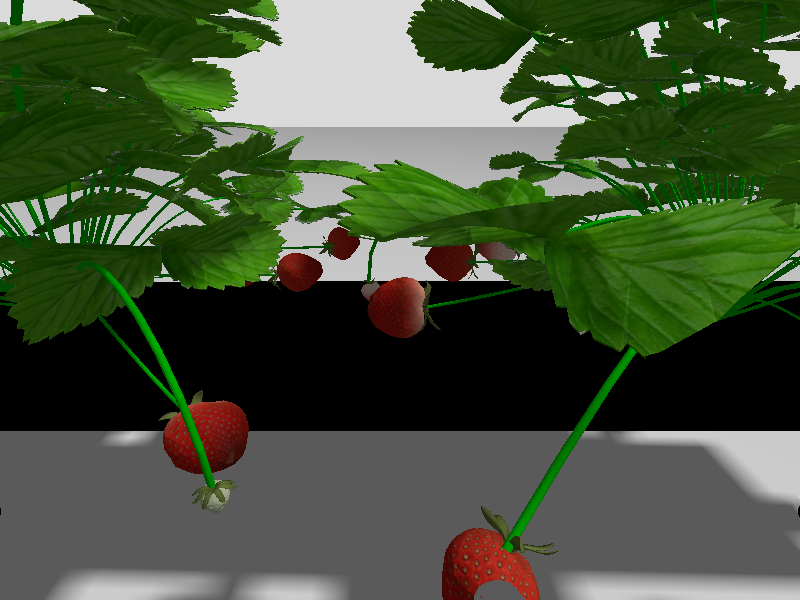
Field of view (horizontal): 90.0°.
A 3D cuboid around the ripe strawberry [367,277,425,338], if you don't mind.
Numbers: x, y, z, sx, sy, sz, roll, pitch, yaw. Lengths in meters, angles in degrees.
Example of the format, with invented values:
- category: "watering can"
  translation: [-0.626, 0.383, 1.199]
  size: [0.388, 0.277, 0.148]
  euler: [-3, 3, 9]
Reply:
- category: "ripe strawberry"
  translation: [-0.002, 0.005, 0.255]
  size: [0.037, 0.039, 0.034]
  euler: [-3, 25, -5]

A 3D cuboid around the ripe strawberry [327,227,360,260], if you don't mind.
- category: "ripe strawberry"
  translation: [-0.055, -0.057, 0.397]
  size: [0.033, 0.032, 0.030]
  euler: [-18, 31, -34]

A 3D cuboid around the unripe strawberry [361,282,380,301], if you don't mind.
- category: "unripe strawberry"
  translation: [-0.021, -0.005, 0.291]
  size: [0.015, 0.015, 0.014]
  euler: [2, 25, 3]

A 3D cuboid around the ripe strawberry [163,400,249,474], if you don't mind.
- category: "ripe strawberry"
  translation: [-0.076, 0.055, 0.161]
  size: [0.031, 0.027, 0.031]
  euler: [21, 32, 36]

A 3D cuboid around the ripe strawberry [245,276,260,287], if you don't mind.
- category: "ripe strawberry"
  translation: [-0.133, -0.030, 0.337]
  size: [0.037, 0.037, 0.035]
  euler: [-17, 30, -32]

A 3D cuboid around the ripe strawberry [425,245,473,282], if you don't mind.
- category: "ripe strawberry"
  translation: [0.042, -0.036, 0.346]
  size: [0.040, 0.039, 0.037]
  euler: [10, 27, 21]

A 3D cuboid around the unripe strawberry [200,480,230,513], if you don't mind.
- category: "unripe strawberry"
  translation: [-0.059, 0.064, 0.128]
  size: [0.010, 0.010, 0.009]
  euler: [22, 33, 39]

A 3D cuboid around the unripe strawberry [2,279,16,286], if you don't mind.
- category: "unripe strawberry"
  translation: [-0.319, -0.013, 0.327]
  size: [0.010, 0.011, 0.011]
  euler: [13, 28, 26]

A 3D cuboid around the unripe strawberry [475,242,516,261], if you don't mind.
- category: "unripe strawberry"
  translation: [0.091, -0.052, 0.376]
  size: [0.039, 0.039, 0.043]
  euler: [19, 31, 36]

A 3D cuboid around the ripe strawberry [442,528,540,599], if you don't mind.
- category: "ripe strawberry"
  translation: [0.023, 0.081, 0.111]
  size: [0.027, 0.030, 0.029]
  euler: [25, -14, 42]

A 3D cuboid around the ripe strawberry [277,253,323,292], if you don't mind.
- category: "ripe strawberry"
  translation: [-0.081, -0.023, 0.323]
  size: [0.036, 0.031, 0.036]
  euler: [-8, 26, -18]
